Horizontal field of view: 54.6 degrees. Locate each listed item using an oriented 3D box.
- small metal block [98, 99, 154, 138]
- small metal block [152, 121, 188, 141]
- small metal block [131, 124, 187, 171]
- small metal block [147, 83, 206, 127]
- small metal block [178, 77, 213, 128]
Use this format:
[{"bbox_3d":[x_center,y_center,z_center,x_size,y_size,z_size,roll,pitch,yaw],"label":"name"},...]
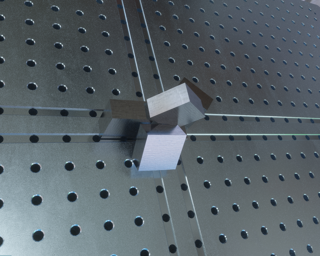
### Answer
[{"bbox_3d":[-0.042,-0.010,0.374,0.050,0.050,0.025,1,62,-27],"label":"small metal block"},{"bbox_3d":[0.004,-0.003,0.411,0.050,0.025,0.050,2,61,-28],"label":"small metal block"},{"bbox_3d":[-0.002,0.023,0.373,0.050,0.050,0.025,1,30,-27],"label":"small metal block"},{"bbox_3d":[0.020,-0.024,0.372,0.050,0.050,0.025,34,39,-56],"label":"small metal block"},{"bbox_3d":[0.037,-0.034,0.432,0.050,0.050,0.025,37,50,-4],"label":"small metal block"}]
